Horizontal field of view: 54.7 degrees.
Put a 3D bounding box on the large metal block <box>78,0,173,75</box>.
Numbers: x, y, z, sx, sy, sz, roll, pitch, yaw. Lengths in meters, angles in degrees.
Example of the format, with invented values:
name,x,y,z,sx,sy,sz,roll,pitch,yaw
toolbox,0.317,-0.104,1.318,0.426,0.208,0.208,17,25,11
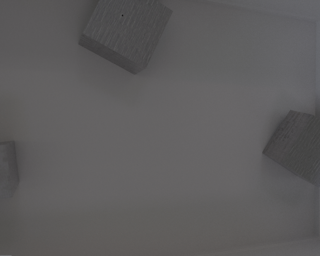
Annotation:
name,x,y,z,sx,sy,sz,roll,pitch,yaw
large metal block,-0.043,-0.123,0.381,0.080,0.050,0.080,27,81,-18

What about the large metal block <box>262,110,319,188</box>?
name,x,y,z,sx,sy,sz,roll,pitch,yaw
large metal block,0.219,0.030,0.469,0.080,0.050,0.080,32,92,-17

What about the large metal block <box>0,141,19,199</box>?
name,x,y,z,sx,sy,sz,roll,pitch,yaw
large metal block,-0.191,0.044,0.311,0.081,0.080,0.050,-7,93,-20
